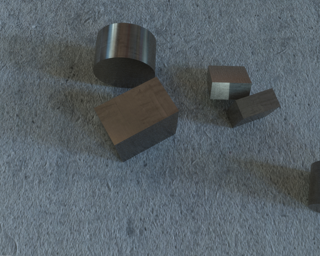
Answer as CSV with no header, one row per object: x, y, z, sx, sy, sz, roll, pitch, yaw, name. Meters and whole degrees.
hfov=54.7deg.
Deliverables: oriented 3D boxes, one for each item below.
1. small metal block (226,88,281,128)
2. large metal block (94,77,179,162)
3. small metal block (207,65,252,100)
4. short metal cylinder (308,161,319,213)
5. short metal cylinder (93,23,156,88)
0.119,-0.025,0.404,0.050,0.050,0.025,-19,78,-7,small metal block
-0.026,-0.007,0.381,0.080,0.080,0.050,-29,73,-10,large metal block
0.092,-0.062,0.419,0.050,0.025,0.050,2,36,1,small metal block
0.215,0.072,0.354,0.080,0.080,0.050,12,71,4,short metal cylinder
-0.046,-0.094,0.413,0.080,0.080,0.050,1,70,0,short metal cylinder
